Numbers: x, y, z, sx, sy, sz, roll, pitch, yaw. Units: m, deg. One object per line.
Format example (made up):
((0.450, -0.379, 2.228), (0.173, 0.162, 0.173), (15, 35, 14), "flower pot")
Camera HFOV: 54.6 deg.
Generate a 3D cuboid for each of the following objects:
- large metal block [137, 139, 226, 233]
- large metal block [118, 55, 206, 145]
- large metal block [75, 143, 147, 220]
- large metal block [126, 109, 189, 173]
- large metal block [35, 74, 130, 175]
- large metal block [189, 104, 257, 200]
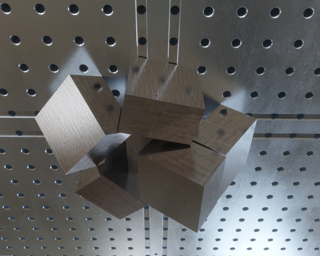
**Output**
((0.023, 0.060, 0.355), (0.080, 0.050, 0.080), (23, 134, 25), "large metal block")
((0.001, -0.033, 0.348), (0.080, 0.080, 0.050), (10, 129, -8), "large metal block")
((-0.062, 0.066, 0.429), (0.050, 0.080, 0.080), (-33, 123, 24), "large metal block")
((-0.001, 0.014, 0.407), (0.080, 0.050, 0.080), (1, 130, -1), "large metal block")
((-0.089, -0.005, 0.362), (0.080, 0.080, 0.050), (-41, 163, 29), "large metal block")
((0.074, 0.030, 0.390), (0.050, 0.080, 0.080), (26, 136, 28), "large metal block")
